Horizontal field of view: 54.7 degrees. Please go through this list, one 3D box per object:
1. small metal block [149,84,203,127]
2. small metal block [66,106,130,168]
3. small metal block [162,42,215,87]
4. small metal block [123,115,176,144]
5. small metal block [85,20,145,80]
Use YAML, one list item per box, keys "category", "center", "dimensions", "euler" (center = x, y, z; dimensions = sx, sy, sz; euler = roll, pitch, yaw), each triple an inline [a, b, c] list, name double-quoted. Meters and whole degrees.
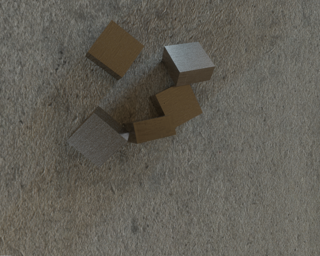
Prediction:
- category: "small metal block"
  center: [0.022, -0.031, 0.417]
  dimensions: [0.050, 0.025, 0.050]
  euler: [-29, 100, -18]
- category: "small metal block"
  center: [-0.073, 0.011, 0.371]
  dimensions: [0.050, 0.025, 0.050]
  euler: [42, 106, -15]
- category: "small metal block"
  center: [0.036, -0.085, 0.409]
  dimensions: [0.050, 0.025, 0.050]
  euler: [-13, 57, -20]
- category: "small metal block"
  center: [-0.014, 0.001, 0.390]
  dimensions: [0.050, 0.050, 0.025]
  euler: [-13, 95, -20]
- category: "small metal block"
  center: [-0.056, -0.096, 0.388]
  dimensions: [0.050, 0.025, 0.050]
  euler: [36, 78, -17]
